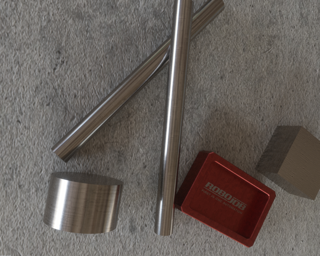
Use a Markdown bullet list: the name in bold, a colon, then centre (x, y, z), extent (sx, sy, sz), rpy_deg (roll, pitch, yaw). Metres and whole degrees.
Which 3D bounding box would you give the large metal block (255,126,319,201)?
- **large metal block**: centre (0.207, 0.052, 0.475), extent (0.080, 0.050, 0.080), rpy_deg (35, 79, -17)

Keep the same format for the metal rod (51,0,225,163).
- **metal rod**: centre (-0.019, -0.072, 0.402), extent (0.301, 0.025, 0.025), rpy_deg (-46, 105, -14)

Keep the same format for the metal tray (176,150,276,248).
- **metal tray**: centre (0.094, 0.101, 0.442), extent (0.130, 0.030, 0.090), rpy_deg (32, 79, -18)

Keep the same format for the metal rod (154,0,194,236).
- **metal rod**: centre (0.017, -0.010, 0.399), extent (0.025, 0.025, 0.298), rpy_deg (3, 95, -20)

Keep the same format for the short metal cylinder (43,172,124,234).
- **short metal cylinder**: centre (-0.085, 0.081, 0.349), extent (0.081, 0.080, 0.050), rpy_deg (10, 87, -20)
